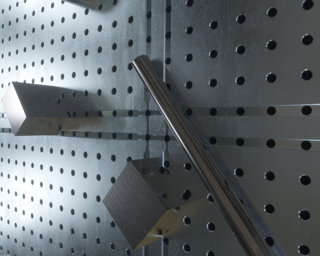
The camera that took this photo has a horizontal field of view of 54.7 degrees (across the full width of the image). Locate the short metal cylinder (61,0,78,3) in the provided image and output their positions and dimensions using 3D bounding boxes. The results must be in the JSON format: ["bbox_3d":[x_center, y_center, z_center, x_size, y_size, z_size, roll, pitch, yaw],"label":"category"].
[{"bbox_3d":[-0.168,-0.262,0.529,0.080,0.050,0.079,0,90,39],"label":"short metal cylinder"}]

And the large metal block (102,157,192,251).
[{"bbox_3d":[-0.020,0.097,0.407,0.080,0.050,0.080,49,119,28],"label":"large metal block"}]

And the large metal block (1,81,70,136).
[{"bbox_3d":[-0.222,-0.033,0.553,0.050,0.081,0.080,-46,63,30],"label":"large metal block"}]

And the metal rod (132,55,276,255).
[{"bbox_3d":[0.043,0.027,0.372,0.025,0.025,0.299,-45,64,30],"label":"metal rod"}]
